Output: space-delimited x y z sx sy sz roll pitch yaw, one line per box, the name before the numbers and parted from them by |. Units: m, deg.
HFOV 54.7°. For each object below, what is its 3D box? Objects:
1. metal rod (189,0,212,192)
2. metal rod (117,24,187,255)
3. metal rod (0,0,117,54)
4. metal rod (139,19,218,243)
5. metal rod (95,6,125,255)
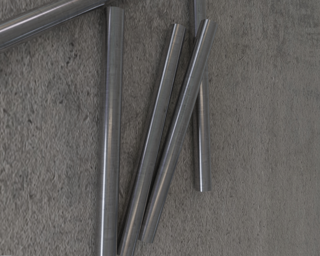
metal rod | 0.059 -0.058 0.453 0.025 0.025 0.298 -4 93 -40
metal rod | -0.009 0.007 0.396 0.025 0.025 0.299 22 76 -38
metal rod | -0.086 -0.133 0.331 0.302 0.025 0.025 -41 115 -32
metal rod | 0.024 -0.002 0.408 0.025 0.025 0.299 23 81 -38
metal rod | -0.058 0.013 0.356 0.025 0.025 0.298 3 88 -40
